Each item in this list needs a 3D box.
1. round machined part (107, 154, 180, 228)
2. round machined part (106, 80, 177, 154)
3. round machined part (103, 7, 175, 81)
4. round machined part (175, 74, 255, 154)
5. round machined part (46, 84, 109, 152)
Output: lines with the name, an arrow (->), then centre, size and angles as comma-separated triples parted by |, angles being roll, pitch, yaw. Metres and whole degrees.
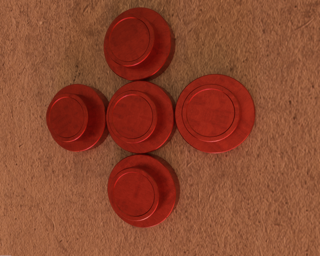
round machined part -> -0.026, 0.083, 0.409 | 0.098, 0.042, 0.097 | 0, 90, 19
round machined part -> -0.028, -0.015, 0.410 | 0.098, 0.042, 0.097 | 0, 90, 19
round machined part -> -0.032, -0.112, 0.412 | 0.098, 0.042, 0.097 | 0, 90, 19
round machined part -> 0.065, -0.017, 0.378 | 0.098, 0.042, 0.097 | 0, 90, 19
round machined part -> -0.121, -0.014, 0.443 | 0.098, 0.042, 0.097 | 0, 90, 19
